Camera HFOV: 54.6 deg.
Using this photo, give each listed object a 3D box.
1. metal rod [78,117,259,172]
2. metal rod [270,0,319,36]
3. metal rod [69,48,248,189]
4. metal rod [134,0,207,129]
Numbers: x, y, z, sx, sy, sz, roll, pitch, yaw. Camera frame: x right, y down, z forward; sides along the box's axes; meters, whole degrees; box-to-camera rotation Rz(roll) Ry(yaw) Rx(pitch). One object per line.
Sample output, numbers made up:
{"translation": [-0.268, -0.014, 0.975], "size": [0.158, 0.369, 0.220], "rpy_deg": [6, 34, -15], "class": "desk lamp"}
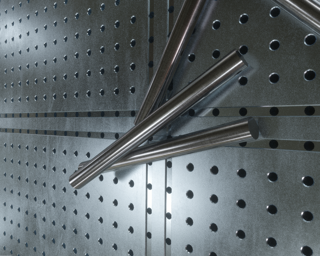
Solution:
{"translation": [-0.013, 0.034, 0.421], "size": [0.299, 0.025, 0.025], "rpy_deg": [-17, 79, 38], "class": "metal rod"}
{"translation": [0.090, -0.160, 0.311], "size": [0.300, 0.025, 0.025], "rpy_deg": [48, 119, 21], "class": "metal rod"}
{"translation": [-0.019, 0.002, 0.404], "size": [0.299, 0.025, 0.025], "rpy_deg": [-36, 68, 26], "class": "metal rod"}
{"translation": [0.033, -0.132, 0.382], "size": [0.025, 0.025, 0.298], "rpy_deg": [37, 113, 34], "class": "metal rod"}
